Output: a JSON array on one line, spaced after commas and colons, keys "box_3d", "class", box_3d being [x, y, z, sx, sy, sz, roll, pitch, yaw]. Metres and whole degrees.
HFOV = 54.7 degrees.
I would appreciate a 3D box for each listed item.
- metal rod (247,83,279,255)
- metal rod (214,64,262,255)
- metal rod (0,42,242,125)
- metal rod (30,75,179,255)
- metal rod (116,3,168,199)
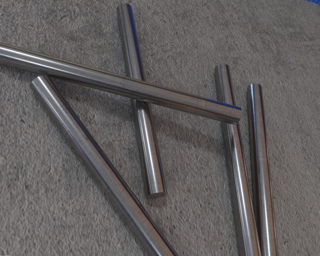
[{"box_3d": [0.146, 0.055, 0.448, 0.025, 0.025, 0.300, 20, 54, -17], "class": "metal rod"}, {"box_3d": [0.106, 0.029, 0.442, 0.025, 0.025, 0.299, 13, 56, -21], "class": "metal rod"}, {"box_3d": [-0.042, -0.051, 0.383, 0.302, 0.025, 0.025, 14, 56, -10], "class": "metal rod"}, {"box_3d": [-0.050, 0.064, 0.337, 0.025, 0.025, 0.300, -31, 79, -38], "class": "metal rod"}, {"box_3d": [-0.030, -0.054, 0.420, 0.025, 0.025, 0.299, 3, 60, -27], "class": "metal rod"}]
